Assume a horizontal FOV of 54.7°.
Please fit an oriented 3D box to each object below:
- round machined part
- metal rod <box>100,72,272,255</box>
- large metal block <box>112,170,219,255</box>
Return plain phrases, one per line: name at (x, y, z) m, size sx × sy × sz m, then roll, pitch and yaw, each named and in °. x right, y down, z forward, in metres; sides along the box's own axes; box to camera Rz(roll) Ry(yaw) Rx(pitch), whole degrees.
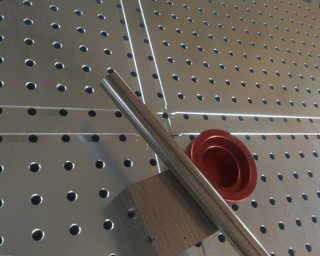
round machined part at (0.074, 0.054, 0.404) m, size 0.099 × 0.042 × 0.098 m, roll 14°, pitch 56°, yaw -21°
metal rod at (0.038, 0.060, 0.328) m, size 0.025 × 0.025 × 0.300 m, roll -34°, pitch 81°, yaw -38°
large metal block at (0.007, 0.094, 0.338) m, size 0.081 × 0.050 × 0.080 m, roll -16°, pitch 70°, yaw -35°
